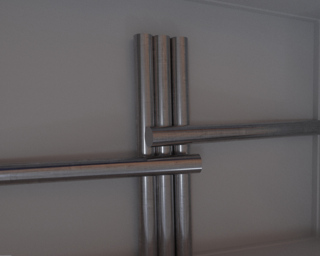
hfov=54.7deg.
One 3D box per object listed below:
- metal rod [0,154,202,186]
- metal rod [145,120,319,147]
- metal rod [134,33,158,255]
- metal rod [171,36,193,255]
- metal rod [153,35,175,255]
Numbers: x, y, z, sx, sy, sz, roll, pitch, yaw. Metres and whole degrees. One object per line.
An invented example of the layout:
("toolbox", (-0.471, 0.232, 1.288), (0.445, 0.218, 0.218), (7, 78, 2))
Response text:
("metal rod", (-0.097, 0.049, 0.357), (0.302, 0.025, 0.025), (-1, 91, -15))
("metal rod", (0.122, 0.005, 0.437), (0.303, 0.025, 0.025), (-2, 91, -27))
("metal rod", (-0.019, 0.030, 0.403), (0.025, 0.025, 0.298), (-2, 91, -20))
("metal rod", (0.029, 0.028, 0.421), (0.025, 0.025, 0.298), (-2, 91, -20))
("metal rod", (0.004, 0.029, 0.412), (0.025, 0.025, 0.298), (-2, 91, -20))
